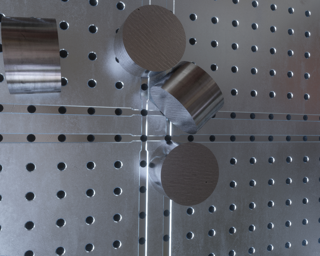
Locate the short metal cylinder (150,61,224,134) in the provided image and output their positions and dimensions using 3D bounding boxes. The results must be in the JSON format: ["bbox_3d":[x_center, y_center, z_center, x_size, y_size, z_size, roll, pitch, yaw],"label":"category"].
[{"bbox_3d":[0.034,-0.038,0.396,0.050,0.080,0.080,-44,104,-15],"label":"short metal cylinder"}]

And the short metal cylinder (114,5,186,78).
[{"bbox_3d":[-0.014,-0.108,0.394,0.081,0.050,0.079,0,90,-20],"label":"short metal cylinder"}]

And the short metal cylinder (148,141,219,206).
[{"bbox_3d":[0.030,0.057,0.410,0.081,0.050,0.079,0,90,-20],"label":"short metal cylinder"}]

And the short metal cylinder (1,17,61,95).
[{"bbox_3d":[-0.136,-0.077,0.333,0.050,0.080,0.079,-5,92,-20],"label":"short metal cylinder"}]
